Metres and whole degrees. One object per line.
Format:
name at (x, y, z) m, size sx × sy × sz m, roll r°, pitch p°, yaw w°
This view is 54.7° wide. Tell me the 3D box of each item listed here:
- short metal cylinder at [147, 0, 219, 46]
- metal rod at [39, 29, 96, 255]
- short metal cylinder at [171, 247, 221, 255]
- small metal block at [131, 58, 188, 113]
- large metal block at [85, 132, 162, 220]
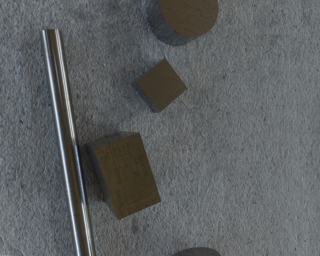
short metal cylinder at (0.029, -0.153, 0.406) m, size 0.081 × 0.050 × 0.079 m, roll 0°, pitch 90°, yaw -20°
metal rod at (-0.107, 0.036, 0.369) m, size 0.025 × 0.025 × 0.298 m, roll -9°, pitch 93°, yaw -20°
short metal cylinder at (0.046, 0.197, 0.397) m, size 0.081 × 0.080 × 0.050 m, roll -16°, pitch 96°, yaw -19°
small metal block at (-0.001, -0.055, 0.409) m, size 0.050 × 0.025 × 0.050 m, roll -42°, pitch 103°, yaw -15°
large metal block at (-0.046, 0.050, 0.363) m, size 0.050 × 0.080 × 0.080 m, roll -19°, pitch 97°, yaw -19°
